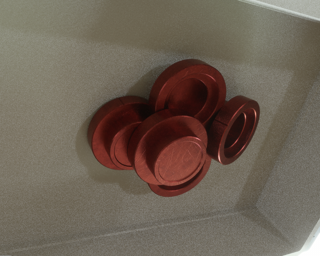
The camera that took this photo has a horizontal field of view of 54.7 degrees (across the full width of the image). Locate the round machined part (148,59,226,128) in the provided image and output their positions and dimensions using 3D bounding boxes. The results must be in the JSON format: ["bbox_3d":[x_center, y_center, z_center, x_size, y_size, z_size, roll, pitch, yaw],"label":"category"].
[{"bbox_3d":[0.030,-0.040,0.389,0.099,0.042,0.097,-14,125,-21],"label":"round machined part"}]

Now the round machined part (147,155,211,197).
[{"bbox_3d":[0.020,0.046,0.436,0.099,0.042,0.097,-14,125,-21],"label":"round machined part"}]

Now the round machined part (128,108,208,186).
[{"bbox_3d":[0.015,0.029,0.367,0.099,0.042,0.097,-14,125,-21],"label":"round machined part"}]

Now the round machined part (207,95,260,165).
[{"bbox_3d":[0.095,-0.001,0.435,0.099,0.042,0.097,-30,135,-35],"label":"round machined part"}]

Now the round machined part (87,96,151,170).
[{"bbox_3d":[-0.036,0.013,0.383,0.099,0.042,0.097,-14,125,-21],"label":"round machined part"}]
